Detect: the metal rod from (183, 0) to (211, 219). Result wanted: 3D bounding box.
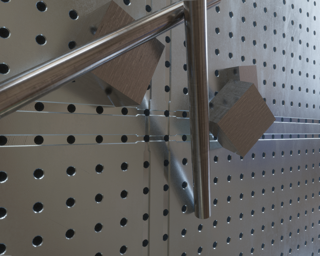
[{"bbox_3d":[0.051,-0.006,0.401,0.025,0.025,0.298,-26,122,-37],"label":"metal rod"}]

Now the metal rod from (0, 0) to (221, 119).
[{"bbox_3d":[-0.029,-0.094,0.319,0.302,0.025,0.025,-38,114,-34],"label":"metal rod"}]

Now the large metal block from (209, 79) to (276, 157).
[{"bbox_3d":[0.119,-0.016,0.477,0.080,0.050,0.080,-47,120,-8],"label":"large metal block"}]

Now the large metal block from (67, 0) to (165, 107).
[{"bbox_3d":[-0.051,-0.079,0.349,0.080,0.050,0.080,33,70,-35],"label":"large metal block"}]

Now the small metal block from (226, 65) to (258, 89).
[{"bbox_3d":[0.141,-0.079,0.527,0.050,0.025,0.050,-12,98,-39],"label":"small metal block"}]
